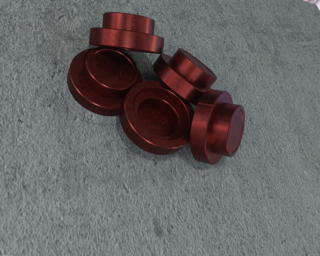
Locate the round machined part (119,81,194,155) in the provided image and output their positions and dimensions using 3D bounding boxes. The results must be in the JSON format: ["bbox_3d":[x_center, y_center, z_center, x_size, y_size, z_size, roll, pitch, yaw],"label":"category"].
[{"bbox_3d":[-0.006,-0.009,0.398,0.099,0.042,0.098,14,56,-21],"label":"round machined part"}]

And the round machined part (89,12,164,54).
[{"bbox_3d":[-0.043,-0.126,0.412,0.099,0.098,0.042,1,103,-28],"label":"round machined part"}]

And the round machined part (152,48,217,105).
[{"bbox_3d":[0.041,-0.075,0.436,0.098,0.042,0.098,33,21,-14],"label":"round machined part"}]

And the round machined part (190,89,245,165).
[{"bbox_3d":[0.080,0.000,0.404,0.042,0.097,0.098,12,44,29],"label":"round machined part"}]

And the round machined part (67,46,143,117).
[{"bbox_3d":[-0.067,-0.067,0.402,0.099,0.042,0.098,14,56,-21],"label":"round machined part"}]
